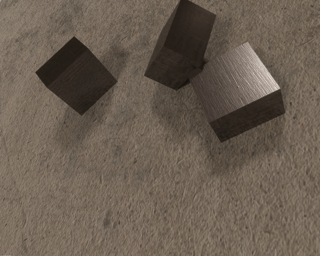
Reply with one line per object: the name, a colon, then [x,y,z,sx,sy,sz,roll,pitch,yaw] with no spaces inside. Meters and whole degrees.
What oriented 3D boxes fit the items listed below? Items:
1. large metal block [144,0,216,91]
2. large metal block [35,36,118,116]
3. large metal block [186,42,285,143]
large metal block: [0.025,-0.109,0.414,0.080,0.050,0.080,-40,29,64]
large metal block: [-0.128,-0.079,0.482,0.080,0.080,0.050,-45,51,-3]
large metal block: [0.088,-0.042,0.367,0.080,0.050,0.080,-27,53,11]
